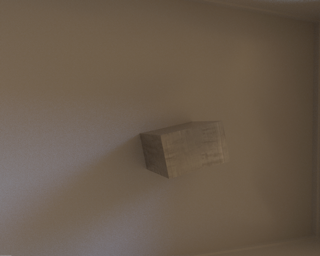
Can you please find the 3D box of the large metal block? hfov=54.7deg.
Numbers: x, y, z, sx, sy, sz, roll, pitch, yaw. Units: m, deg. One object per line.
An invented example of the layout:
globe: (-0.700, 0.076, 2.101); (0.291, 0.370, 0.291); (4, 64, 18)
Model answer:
large metal block: (0.028, 0.024, 0.393); (0.081, 0.080, 0.050); (-13, 95, -20)
